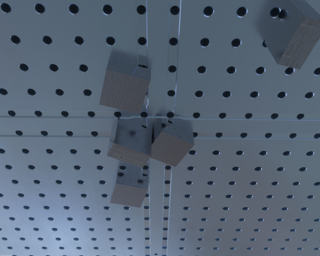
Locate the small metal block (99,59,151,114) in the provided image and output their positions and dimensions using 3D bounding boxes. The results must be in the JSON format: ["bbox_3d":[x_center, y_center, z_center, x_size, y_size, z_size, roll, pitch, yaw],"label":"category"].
[{"bbox_3d":[-0.042,-0.049,0.369,0.050,0.025,0.050,12,129,-11],"label":"small metal block"}]

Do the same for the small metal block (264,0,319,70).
[{"bbox_3d":[0.136,-0.096,0.315,0.025,0.050,0.050,12,129,-10],"label":"small metal block"}]

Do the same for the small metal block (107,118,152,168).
[{"bbox_3d":[-0.039,0.019,0.411,0.050,0.050,0.025,22,127,-18],"label":"small metal block"}]

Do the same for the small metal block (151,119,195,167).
[{"bbox_3d":[0.012,0.022,0.430,0.050,0.025,0.050,22,127,-18],"label":"small metal block"}]

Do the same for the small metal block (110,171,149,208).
[{"bbox_3d":[-0.049,0.099,0.495,0.050,0.025,0.050,12,129,-11],"label":"small metal block"}]
